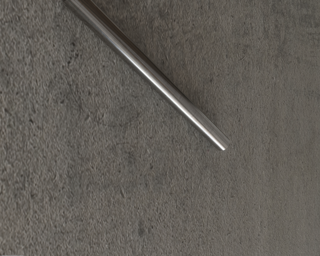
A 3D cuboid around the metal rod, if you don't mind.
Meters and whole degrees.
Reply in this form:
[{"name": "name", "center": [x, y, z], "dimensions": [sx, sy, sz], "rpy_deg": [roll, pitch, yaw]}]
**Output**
[{"name": "metal rod", "center": [0.002, -0.057, 0.405], "dimensions": [0.301, 0.025, 0.025], "rpy_deg": [41, 65, -32]}]
